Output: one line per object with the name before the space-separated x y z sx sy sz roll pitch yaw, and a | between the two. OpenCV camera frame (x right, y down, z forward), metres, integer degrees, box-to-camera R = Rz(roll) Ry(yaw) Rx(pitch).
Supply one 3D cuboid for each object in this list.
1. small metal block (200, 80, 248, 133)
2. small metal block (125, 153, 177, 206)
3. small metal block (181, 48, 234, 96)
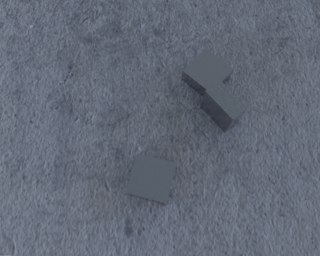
small metal block | 0.082 -0.027 0.406 0.025 0.050 0.050 -38 75 -13
small metal block | -0.010 0.064 0.385 0.050 0.025 0.050 14 70 4
small metal block | 0.066 -0.076 0.437 0.050 0.025 0.050 41 75 13
